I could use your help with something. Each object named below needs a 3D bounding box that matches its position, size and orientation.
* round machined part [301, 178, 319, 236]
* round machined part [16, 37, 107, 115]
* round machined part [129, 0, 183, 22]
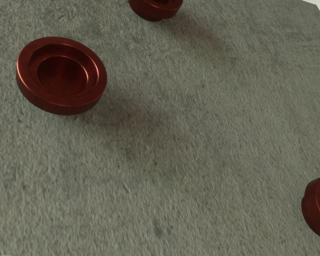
[{"bbox_3d":[0.250,0.123,0.456,0.099,0.042,0.098,14,56,-21],"label":"round machined part"},{"bbox_3d":[-0.116,-0.056,0.365,0.099,0.042,0.098,14,56,-21],"label":"round machined part"},{"bbox_3d":[-0.014,-0.219,0.521,0.099,0.042,0.098,14,56,-21],"label":"round machined part"}]
